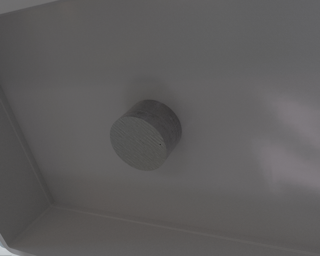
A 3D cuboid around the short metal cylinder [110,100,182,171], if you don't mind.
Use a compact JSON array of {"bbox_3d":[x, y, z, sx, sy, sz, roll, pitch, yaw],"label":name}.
[{"bbox_3d":[-0.018,0.009,0.408,0.080,0.050,0.080,13,124,21],"label":"short metal cylinder"}]
